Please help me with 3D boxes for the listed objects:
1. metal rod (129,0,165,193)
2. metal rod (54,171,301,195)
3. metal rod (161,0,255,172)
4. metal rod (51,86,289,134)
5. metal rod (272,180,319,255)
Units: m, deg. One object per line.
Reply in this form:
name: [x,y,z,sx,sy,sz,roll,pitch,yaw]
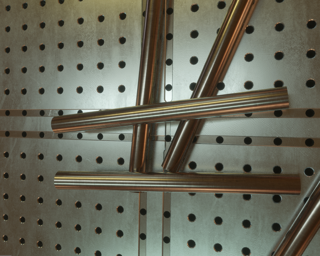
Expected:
metal rod: [-0.017,-0.063,0.417,0.025,0.025,0.298,7,92,19]
metal rod: [0.012,0.068,0.387,0.301,0.025,0.025,-1,90,11]
metal rod: [0.071,-0.082,0.387,0.025,0.025,0.298,25,98,18]
metal rod: [-0.003,-0.019,0.385,0.301,0.025,0.025,-6,88,19]
metal rod: [0.127,0.187,0.367,0.025,0.025,0.298,30,100,17]
